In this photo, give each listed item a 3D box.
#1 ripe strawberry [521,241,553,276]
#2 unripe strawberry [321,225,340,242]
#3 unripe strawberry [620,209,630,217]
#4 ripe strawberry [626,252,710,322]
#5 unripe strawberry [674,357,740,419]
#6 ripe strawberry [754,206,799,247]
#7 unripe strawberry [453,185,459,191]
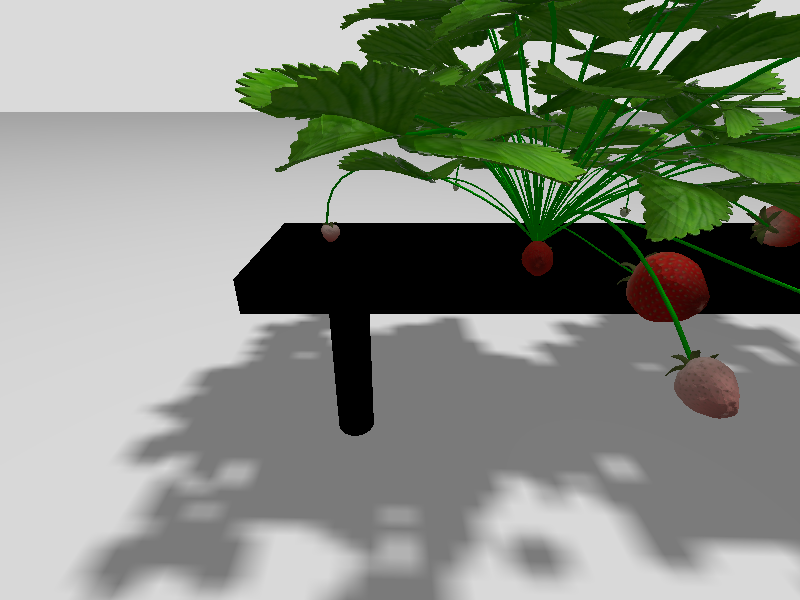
[{"bbox_3d":[0.101,-0.030,0.295,0.023,0.026,0.025,8,29,16],"label":"ripe strawberry"},{"bbox_3d":[-0.063,-0.061,0.365,0.017,0.016,0.015,0,27,1],"label":"unripe strawberry"},{"bbox_3d":[0.248,-0.096,0.442,0.010,0.010,0.009,-18,32,-31],"label":"unripe strawberry"},{"bbox_3d":[0.159,-0.006,0.235,0.040,0.042,0.043,-6,28,-12],"label":"ripe strawberry"},{"bbox_3d":[0.127,0.037,0.164,0.022,0.025,0.024,0,42,0],"label":"unripe strawberry"},{"bbox_3d":[0.340,-0.065,0.352,0.037,0.036,0.040,1,27,1],"label":"ripe strawberry"},{"bbox_3d":[0.072,-0.146,0.516,0.009,0.010,0.010,-8,28,-15],"label":"unripe strawberry"}]
